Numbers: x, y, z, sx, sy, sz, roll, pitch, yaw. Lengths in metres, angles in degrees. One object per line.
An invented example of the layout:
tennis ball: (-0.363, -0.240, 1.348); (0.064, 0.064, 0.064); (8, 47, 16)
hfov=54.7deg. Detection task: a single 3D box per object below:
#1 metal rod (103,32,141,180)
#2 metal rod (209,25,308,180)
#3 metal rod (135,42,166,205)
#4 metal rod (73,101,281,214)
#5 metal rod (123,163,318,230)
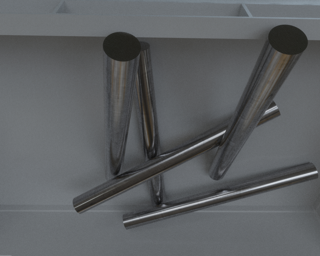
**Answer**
metal rod: (-0.048, 0.009, 0.339); (0.025, 0.025, 0.299); (7, 154, -6)
metal rod: (0.084, 0.005, 0.335); (0.025, 0.025, 0.299); (-1, 155, 0)
metal rod: (-0.012, 0.025, 0.430); (0.025, 0.025, 0.298); (-4, 130, 3)
metal rod: (0.014, 0.042, 0.416); (0.301, 0.025, 0.025); (-28, 126, 10)
metal rod: (0.089, 0.107, 0.480); (0.301, 0.025, 0.025); (-16, 129, 5)
